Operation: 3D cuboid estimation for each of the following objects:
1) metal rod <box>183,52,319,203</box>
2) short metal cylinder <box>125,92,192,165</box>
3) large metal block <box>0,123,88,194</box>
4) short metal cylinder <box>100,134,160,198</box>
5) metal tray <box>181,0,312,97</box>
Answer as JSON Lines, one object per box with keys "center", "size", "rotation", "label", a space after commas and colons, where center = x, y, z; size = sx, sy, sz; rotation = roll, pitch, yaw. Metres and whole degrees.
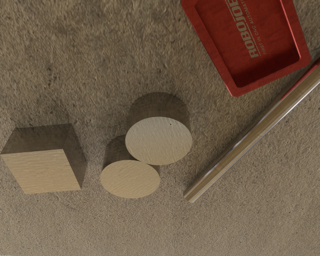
{"center": [0.122, 0.011, 0.417], "size": [0.025, 0.025, 0.298], "rotation": [23, 126, -19], "label": "metal rod"}
{"center": [-0.001, 0.002, 0.392], "size": [0.081, 0.050, 0.079], "rotation": [0, 130, 0], "label": "short metal cylinder"}
{"center": [-0.154, 0.043, 0.426], "size": [0.080, 0.050, 0.080], "rotation": [-5, 130, 4], "label": "large metal block"}
{"center": [-0.040, 0.055, 0.437], "size": [0.081, 0.050, 0.079], "rotation": [0, 130, 0], "label": "short metal cylinder"}
{"center": [0.089, -0.102, 0.317], "size": [0.090, 0.030, 0.130], "rotation": [-25, 126, 19], "label": "metal tray"}
